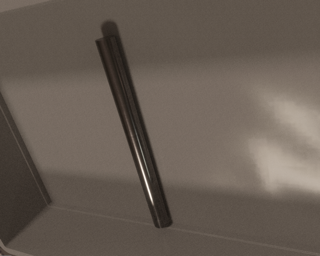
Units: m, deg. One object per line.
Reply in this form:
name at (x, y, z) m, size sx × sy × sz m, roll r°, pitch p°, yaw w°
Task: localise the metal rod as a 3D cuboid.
metal rod at (-0.032, 0.022, 0.437) m, size 0.025 × 0.025 × 0.298 m, roll -1°, pitch 118°, yaw 28°
